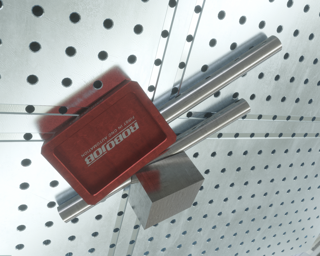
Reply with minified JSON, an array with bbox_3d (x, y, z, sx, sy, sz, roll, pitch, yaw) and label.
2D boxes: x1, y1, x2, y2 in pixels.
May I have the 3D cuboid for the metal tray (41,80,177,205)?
[{"bbox_3d":[-0.058,0.016,0.364,0.130,0.030,0.090,-38,108,-6],"label":"metal tray"}]

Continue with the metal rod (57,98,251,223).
[{"bbox_3d":[-0.002,0.041,0.437,0.301,0.025,0.025,-30,129,-9],"label":"metal rod"}]

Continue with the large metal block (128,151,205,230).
[{"bbox_3d":[0.006,0.088,0.434,0.081,0.050,0.079,-19,145,-26],"label":"large metal block"}]

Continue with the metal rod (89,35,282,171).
[{"bbox_3d":[0.035,-0.035,0.409,0.301,0.025,0.025,-33,129,-7],"label":"metal rod"}]
